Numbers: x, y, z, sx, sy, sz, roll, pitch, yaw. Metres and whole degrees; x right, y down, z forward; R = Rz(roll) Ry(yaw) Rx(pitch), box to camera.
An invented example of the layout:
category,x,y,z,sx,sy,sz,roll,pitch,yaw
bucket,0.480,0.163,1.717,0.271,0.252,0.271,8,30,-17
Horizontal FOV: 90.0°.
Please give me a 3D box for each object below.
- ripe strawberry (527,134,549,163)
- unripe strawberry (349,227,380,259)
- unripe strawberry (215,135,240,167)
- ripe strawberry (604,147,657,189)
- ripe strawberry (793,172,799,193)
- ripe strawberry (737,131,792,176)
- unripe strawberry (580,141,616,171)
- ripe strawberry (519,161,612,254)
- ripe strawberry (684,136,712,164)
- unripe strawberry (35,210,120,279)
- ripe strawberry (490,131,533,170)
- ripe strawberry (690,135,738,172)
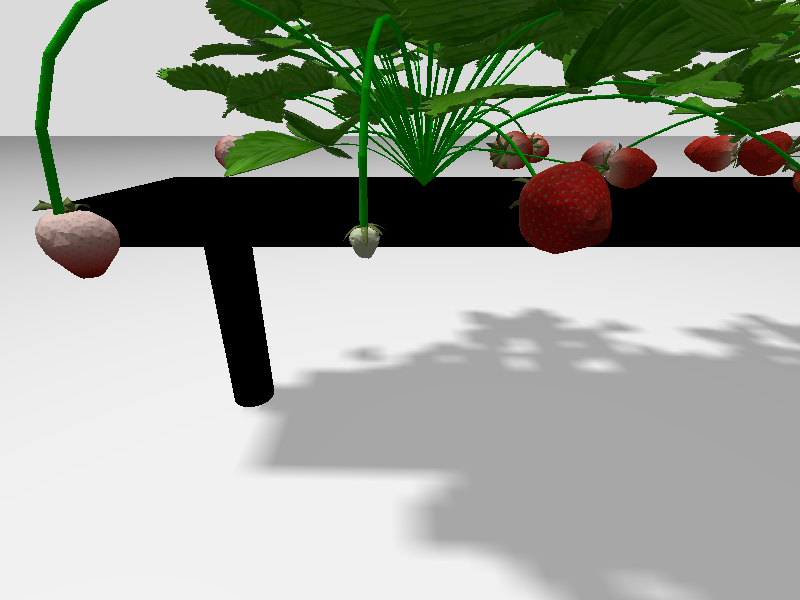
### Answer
category,x,y,z,sx,sy,sz,roll,pitch,yaw
ripe strawberry,0.170,-0.190,0.506,0.039,0.035,0.035,18,11,35
unripe strawberry,-0.011,-0.017,0.118,0.009,0.010,0.010,3,24,7
unripe strawberry,-0.185,-0.160,0.438,0.039,0.038,0.036,12,26,27
ripe strawberry,0.178,-0.102,0.309,0.035,0.030,0.035,4,24,8
ripe strawberry,0.289,-0.084,0.269,0.031,0.031,0.034,10,25,12
ripe strawberry,0.359,-0.145,0.396,0.039,0.041,0.036,14,27,30
unripe strawberry,0.210,-0.151,0.424,0.034,0.033,0.031,3,23,21
ripe strawberry,0.064,-0.033,0.153,0.034,0.036,0.037,-5,33,-12
ripe strawberry,0.396,-0.198,0.529,0.033,0.034,0.036,-8,24,-18
unripe strawberry,-0.100,-0.017,0.125,0.022,0.022,0.019,12,26,25
ripe strawberry,0.124,-0.163,0.437,0.046,0.039,0.046,20,30,38
ripe strawberry,0.345,-0.161,0.441,0.040,0.039,0.037,20,31,39
